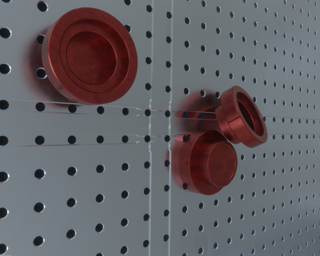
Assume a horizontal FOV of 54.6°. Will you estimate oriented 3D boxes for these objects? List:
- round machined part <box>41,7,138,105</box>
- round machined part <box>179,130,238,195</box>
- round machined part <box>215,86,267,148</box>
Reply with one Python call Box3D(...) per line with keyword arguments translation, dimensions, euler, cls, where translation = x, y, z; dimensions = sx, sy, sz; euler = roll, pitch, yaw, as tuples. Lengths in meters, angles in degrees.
Box3D(translation=(-0.076, -0.073, 0.331), dimensions=(0.099, 0.042, 0.097), euler=(1, 89, -37), cls="round machined part")
Box3D(translation=(0.078, 0.052, 0.463), dimensions=(0.099, 0.042, 0.097), euler=(0, 90, -40), cls="round machined part")
Box3D(translation=(0.122, -0.013, 0.482), dimensions=(0.098, 0.042, 0.098), euler=(34, 41, -35), cls="round machined part")
